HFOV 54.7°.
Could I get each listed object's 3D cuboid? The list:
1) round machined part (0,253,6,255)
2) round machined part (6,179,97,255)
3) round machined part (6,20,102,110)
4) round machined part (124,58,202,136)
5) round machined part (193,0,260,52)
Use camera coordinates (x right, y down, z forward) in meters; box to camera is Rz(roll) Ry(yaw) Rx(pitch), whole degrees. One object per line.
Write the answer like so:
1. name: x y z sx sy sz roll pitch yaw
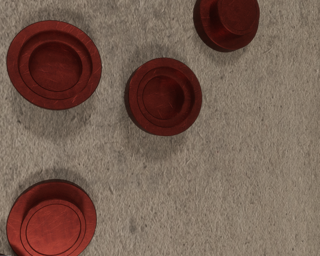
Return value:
1. round machined part: -0.192 0.180 0.330 0.099 0.042 0.097 0 90 -21
2. round machined part: -0.122 0.111 0.356 0.099 0.042 0.097 0 90 -21
3. round machined part: -0.120 -0.069 0.356 0.099 0.042 0.097 0 90 -21
4. round machined part: 0.001 -0.039 0.401 0.099 0.042 0.097 0 90 -21
5. round machined part: 0.100 -0.160 0.438 0.099 0.042 0.097 0 90 -21
